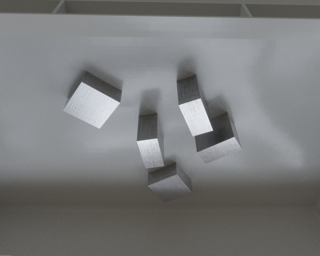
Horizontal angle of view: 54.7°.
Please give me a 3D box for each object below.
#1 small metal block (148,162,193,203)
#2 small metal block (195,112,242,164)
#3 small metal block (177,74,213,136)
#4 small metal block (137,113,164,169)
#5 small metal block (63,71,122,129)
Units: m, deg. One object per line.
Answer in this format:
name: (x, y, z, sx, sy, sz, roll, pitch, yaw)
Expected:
small metal block: (0.016, 0.086, 0.482, 0.050, 0.025, 0.050, -25, 126, 19)
small metal block: (0.074, 0.013, 0.405, 0.050, 0.050, 0.025, -25, 126, 19)
small metal block: (0.041, -0.027, 0.370, 0.025, 0.050, 0.050, -17, 128, 14)
small metal block: (-0.011, 0.017, 0.407, 0.025, 0.050, 0.050, -8, 130, 6)
small metal block: (-0.082, -0.033, 0.379, 0.050, 0.025, 0.050, 29, 124, -23)
